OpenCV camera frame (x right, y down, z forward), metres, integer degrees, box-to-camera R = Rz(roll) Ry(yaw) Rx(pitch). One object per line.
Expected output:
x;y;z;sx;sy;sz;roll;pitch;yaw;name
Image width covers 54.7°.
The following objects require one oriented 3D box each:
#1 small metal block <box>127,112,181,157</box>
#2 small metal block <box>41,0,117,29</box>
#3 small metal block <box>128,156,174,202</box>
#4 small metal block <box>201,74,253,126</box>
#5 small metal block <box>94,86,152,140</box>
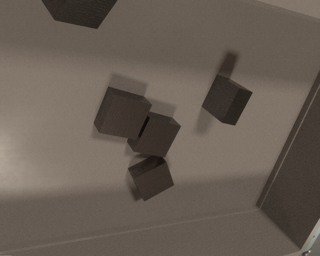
-0.008;0.008;0.411;0.050;0.025;0.050;14;111;-35;small metal block
-0.067;-0.119;0.275;0.050;0.025;0.050;-43;163;30;small metal block
-0.012;0.071;0.448;0.050;0.025;0.050;-27;128;-12;small metal block
0.089;-0.038;0.420;0.025;0.050;0.050;11;113;-33;small metal block
-0.045;-0.017;0.375;0.050;0.025;0.050;13;112;-34;small metal block
